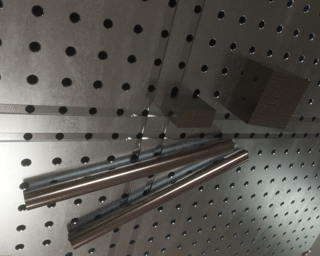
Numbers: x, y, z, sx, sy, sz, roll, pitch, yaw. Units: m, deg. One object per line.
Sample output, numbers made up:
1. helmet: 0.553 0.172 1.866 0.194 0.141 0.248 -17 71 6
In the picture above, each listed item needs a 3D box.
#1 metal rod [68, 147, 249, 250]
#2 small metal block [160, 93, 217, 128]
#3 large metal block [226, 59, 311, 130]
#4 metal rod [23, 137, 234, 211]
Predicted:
1. metal rod: 0.007 0.103 0.480 0.302 0.025 0.025 -24 128 -14
2. small metal block: 0.036 -0.023 0.402 0.050 0.050 0.025 0 119 -29
3. large metal block: 0.157 -0.048 0.454 0.081 0.050 0.079 7 115 -32
4. metal rod: -0.027 0.057 0.433 0.303 0.025 0.025 -13 124 -22
